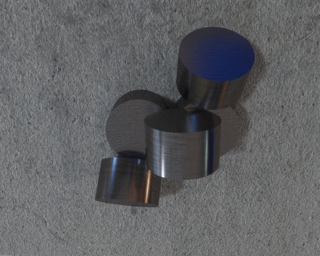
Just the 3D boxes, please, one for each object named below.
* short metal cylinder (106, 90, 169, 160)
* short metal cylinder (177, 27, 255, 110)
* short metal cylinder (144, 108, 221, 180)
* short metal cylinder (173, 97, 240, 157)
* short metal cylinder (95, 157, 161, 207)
[{"bbox_3d":[-0.025,-0.004,0.395,0.081,0.050,0.079,0,110,-1],"label":"short metal cylinder"},{"bbox_3d":[0.060,-0.067,0.350,0.081,0.080,0.050,1,148,-1],"label":"short metal cylinder"},{"bbox_3d":[0.024,0.014,0.334,0.081,0.080,0.050,-1,110,0],"label":"short metal cylinder"},{"bbox_3d":[0.056,-0.006,0.396,0.081,0.050,0.079,0,110,-1],"label":"short metal cylinder"},{"bbox_3d":[-0.039,0.072,0.401,0.081,0.080,0.050,7,71,-3],"label":"short metal cylinder"}]
